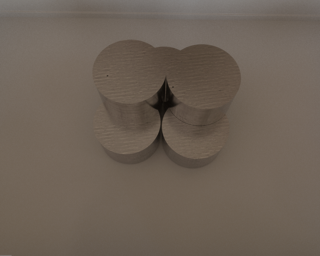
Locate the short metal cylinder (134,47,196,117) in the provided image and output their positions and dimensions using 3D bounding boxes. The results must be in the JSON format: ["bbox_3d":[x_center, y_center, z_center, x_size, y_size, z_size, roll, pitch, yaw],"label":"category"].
[{"bbox_3d":[0.006,-0.061,0.417,0.081,0.050,0.080,0,70,0],"label":"short metal cylinder"}]

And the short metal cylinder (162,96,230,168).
[{"bbox_3d":[0.043,0.006,0.392,0.081,0.050,0.080,0,70,0],"label":"short metal cylinder"}]

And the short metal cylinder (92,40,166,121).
[{"bbox_3d":[-0.033,-0.055,0.361,0.081,0.050,0.080,0,70,0],"label":"short metal cylinder"}]

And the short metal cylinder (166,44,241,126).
[{"bbox_3d":[0.047,-0.049,0.359,0.081,0.050,0.080,0,70,0],"label":"short metal cylinder"}]

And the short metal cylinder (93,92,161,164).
[{"bbox_3d":[-0.039,0.001,0.394,0.081,0.050,0.080,0,70,0],"label":"short metal cylinder"}]
